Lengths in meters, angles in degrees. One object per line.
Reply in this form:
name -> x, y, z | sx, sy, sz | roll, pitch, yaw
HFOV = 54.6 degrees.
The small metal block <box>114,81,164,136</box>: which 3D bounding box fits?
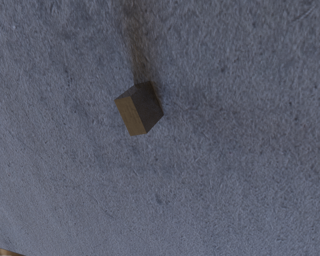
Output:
small metal block -> -0.025, -0.025, 0.389 | 0.025, 0.050, 0.050 | -9, 114, 32
